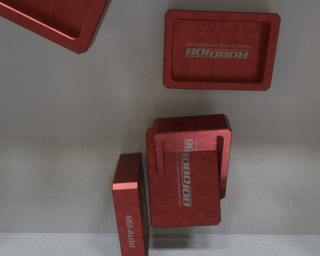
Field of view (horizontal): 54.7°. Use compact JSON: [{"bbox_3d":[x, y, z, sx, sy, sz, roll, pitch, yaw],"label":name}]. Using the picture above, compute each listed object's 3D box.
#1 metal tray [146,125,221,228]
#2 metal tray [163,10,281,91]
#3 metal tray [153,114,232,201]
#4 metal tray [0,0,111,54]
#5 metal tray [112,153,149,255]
[{"bbox_3d":[0.030,0.062,0.410,0.091,0.030,0.129,-3,91,0],"label":"metal tray"},{"bbox_3d":[0.070,-0.093,0.375,0.131,0.030,0.089,1,110,-1],"label":"metal tray"},{"bbox_3d":[0.041,0.044,0.403,0.091,0.030,0.129,-4,129,1],"label":"metal tray"},{"bbox_3d":[-0.099,-0.126,0.234,0.131,0.030,0.089,25,114,-13],"label":"metal tray"},{"bbox_3d":[-0.036,0.110,0.416,0.030,0.090,0.129,-4,110,1],"label":"metal tray"}]
